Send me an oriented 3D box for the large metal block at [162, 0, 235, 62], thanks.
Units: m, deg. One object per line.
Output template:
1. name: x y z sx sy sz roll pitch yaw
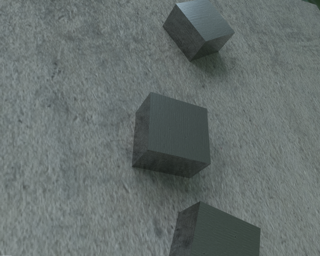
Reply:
1. large metal block: 0.066 -0.169 0.528 0.081 0.050 0.080 -27 77 -37

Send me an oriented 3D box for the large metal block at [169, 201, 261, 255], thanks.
1. large metal block: 0.058 0.138 0.337 0.080 0.050 0.080 27 52 -12

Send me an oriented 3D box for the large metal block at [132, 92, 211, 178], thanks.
1. large metal block: 0.014 0.011 0.390 0.081 0.050 0.080 15 56 -20
